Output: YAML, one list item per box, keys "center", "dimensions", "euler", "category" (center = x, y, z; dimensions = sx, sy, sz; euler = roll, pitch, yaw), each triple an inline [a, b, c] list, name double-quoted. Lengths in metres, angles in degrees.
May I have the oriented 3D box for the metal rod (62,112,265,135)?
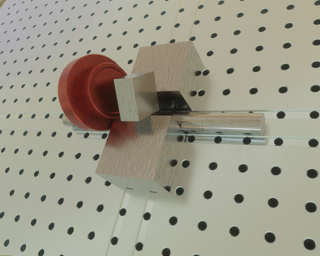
- center: [-0.015, -0.010, 0.422]
  dimensions: [0.300, 0.025, 0.025]
  euler: [2, 63, 29]
  category: "metal rod"

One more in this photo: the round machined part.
- center: [-0.073, -0.045, 0.390]
  dimensions: [0.042, 0.098, 0.098]
  euler: [-4, 59, 43]
  category: "round machined part"

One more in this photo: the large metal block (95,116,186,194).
- center: [-0.022, 0.031, 0.385]
  dimensions: [0.080, 0.050, 0.080]
  euler: [1, 62, 29]
  category: "large metal block"

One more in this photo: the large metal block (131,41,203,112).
- center: [0.008, -0.069, 0.431]
  dimensions: [0.080, 0.050, 0.080]
  euler: [1, 62, 28]
  category: "large metal block"

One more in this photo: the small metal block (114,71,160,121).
- center: [-0.027, -0.039, 0.374]
  dimensions: [0.025, 0.050, 0.050]
  euler: [1, 18, 29]
  category: "small metal block"
